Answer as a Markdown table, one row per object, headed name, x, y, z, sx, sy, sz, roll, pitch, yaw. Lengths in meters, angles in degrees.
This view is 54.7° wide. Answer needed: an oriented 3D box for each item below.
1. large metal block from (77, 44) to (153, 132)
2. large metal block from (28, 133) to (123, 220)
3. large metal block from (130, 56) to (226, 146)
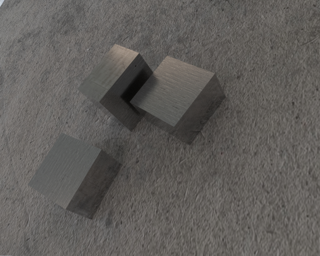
| name | x | y | z | sx | sy | sz | roll | pitch | yaw |
| --- | --- | --- | --- | --- | --- | --- | --- | --- | --- |
| large metal block | -0.050 | -0.054 | 0.428 | 0.050 | 0.080 | 0.080 | 30 | 78 | 37 |
| large metal block | -0.111 | 0.062 | 0.408 | 0.080 | 0.050 | 0.080 | 18 | 71 | 35 |
| large metal block | 0.023 | -0.037 | 0.398 | 0.080 | 0.050 | 0.080 | 30 | 78 | 37 |
